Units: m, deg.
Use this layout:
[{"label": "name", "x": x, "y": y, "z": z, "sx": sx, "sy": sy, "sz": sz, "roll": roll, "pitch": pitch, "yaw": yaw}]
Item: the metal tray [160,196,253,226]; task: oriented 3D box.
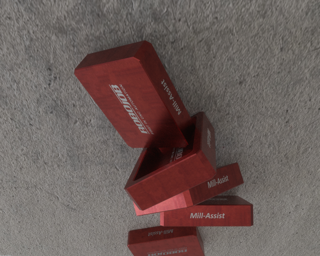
[{"label": "metal tray", "x": 0.065, "y": 0.125, "z": 0.474, "sx": 0.131, "sy": 0.090, "sz": 0.030, "roll": 0, "pitch": 86, "yaw": -1}]

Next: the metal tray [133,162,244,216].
[{"label": "metal tray", "x": 0.039, "y": 0.078, "z": 0.405, "sx": 0.090, "sy": 0.030, "sz": 0.131, "roll": -22, "pitch": 169, "yaw": 40}]

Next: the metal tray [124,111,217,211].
[{"label": "metal tray", "x": 0.017, "y": 0.032, "z": 0.360, "sx": 0.090, "sy": 0.130, "sz": 0.030, "roll": -29, "pitch": 103, "yaw": 18}]

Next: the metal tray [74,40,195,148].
[{"label": "metal tray", "x": -0.025, "y": -0.030, "z": 0.356, "sx": 0.090, "sy": 0.030, "sz": 0.130, "roll": -3, "pitch": 135, "yaw": 33}]

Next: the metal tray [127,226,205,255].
[{"label": "metal tray", "x": 0.013, "y": 0.225, "z": 0.595, "sx": 0.131, "sy": 0.030, "sz": 0.090, "roll": -12, "pitch": 129, "yaw": 10}]
